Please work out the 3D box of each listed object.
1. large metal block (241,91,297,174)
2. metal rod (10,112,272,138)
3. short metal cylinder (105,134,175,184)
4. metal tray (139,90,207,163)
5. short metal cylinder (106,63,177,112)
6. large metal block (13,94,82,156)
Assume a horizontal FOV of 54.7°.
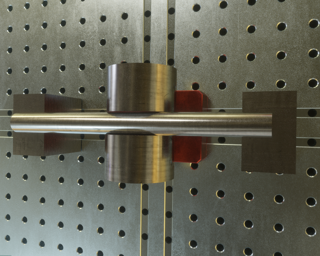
[{"bbox_3d":[0.120,0.004,0.340,0.050,0.080,0.080,1,90,20],"label":"large metal block"},{"bbox_3d":[-0.037,-0.005,0.340,0.301,0.025,0.025,1,90,19],"label":"metal rod"},{"bbox_3d":[-0.023,0.032,0.360,0.080,0.080,0.050,1,91,20],"label":"short metal cylinder"},{"bbox_3d":[-0.005,-0.003,0.412,0.130,0.030,0.089,2,91,19],"label":"metal tray"},{"bbox_3d":[-0.021,-0.043,0.359,0.080,0.080,0.050,1,91,20],"label":"short metal cylinder"},{"bbox_3d":[-0.156,-0.004,0.437,0.050,0.080,0.080,1,90,20],"label":"large metal block"}]
